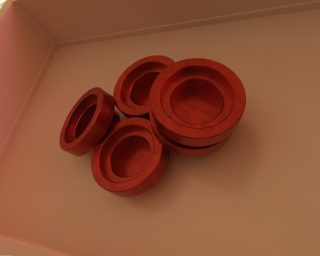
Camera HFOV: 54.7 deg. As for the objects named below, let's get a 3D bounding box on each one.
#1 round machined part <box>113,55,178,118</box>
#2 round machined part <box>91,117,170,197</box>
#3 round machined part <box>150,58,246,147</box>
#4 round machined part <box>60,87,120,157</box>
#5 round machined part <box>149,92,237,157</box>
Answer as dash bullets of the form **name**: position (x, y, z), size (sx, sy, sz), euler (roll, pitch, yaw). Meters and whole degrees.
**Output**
- **round machined part**: position (-0.012, -0.049, 0.428), size (0.098, 0.042, 0.098), euler (-13, 56, 21)
- **round machined part**: position (-0.033, 0.039, 0.385), size (0.098, 0.042, 0.098), euler (-13, 56, 21)
- **round machined part**: position (0.040, -0.024, 0.337), size (0.099, 0.042, 0.098), euler (-1, 64, 3)
- **round machined part**: position (-0.093, -0.005, 0.432), size (0.098, 0.042, 0.098), euler (-31, 41, 33)
- **round machined part**: position (0.038, -0.011, 0.366), size (0.099, 0.042, 0.098), euler (-1, 63, 2)
